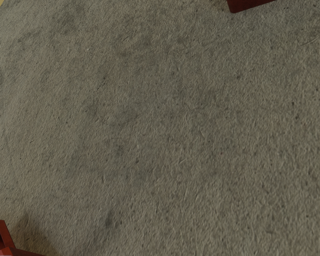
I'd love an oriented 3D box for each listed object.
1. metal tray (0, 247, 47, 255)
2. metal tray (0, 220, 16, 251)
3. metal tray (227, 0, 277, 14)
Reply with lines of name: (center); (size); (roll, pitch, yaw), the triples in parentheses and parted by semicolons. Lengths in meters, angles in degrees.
metal tray: (-0.169, 0.196, 0.329); (0.030, 0.090, 0.130); (33, 80, 41)
metal tray: (-0.213, 0.177, 0.366); (0.091, 0.030, 0.130); (-22, 37, -31)
metal tray: (0.162, -0.228, 0.456); (0.130, 0.030, 0.090); (-11, 57, 22)
